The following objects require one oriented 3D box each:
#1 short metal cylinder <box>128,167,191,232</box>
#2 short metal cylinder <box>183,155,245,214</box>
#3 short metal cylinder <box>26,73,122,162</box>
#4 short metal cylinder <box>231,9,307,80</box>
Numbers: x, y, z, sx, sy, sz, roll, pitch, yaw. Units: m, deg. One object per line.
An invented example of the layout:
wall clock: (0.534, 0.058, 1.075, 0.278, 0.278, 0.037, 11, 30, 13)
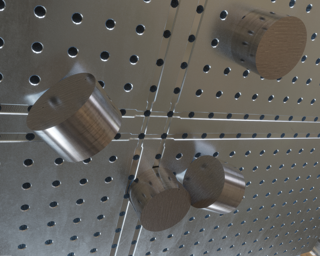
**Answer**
short metal cylinder: (-0.001, 0.106, 0.460, 0.081, 0.050, 0.079, -14, 124, -21)
short metal cylinder: (0.081, 0.087, 0.474, 0.050, 0.080, 0.080, 25, 105, -37)
short metal cylinder: (-0.087, -0.012, 0.321, 0.080, 0.080, 0.050, -36, 129, -4)
short metal cylinder: (0.141, -0.109, 0.404, 0.081, 0.050, 0.079, -14, 124, -21)
